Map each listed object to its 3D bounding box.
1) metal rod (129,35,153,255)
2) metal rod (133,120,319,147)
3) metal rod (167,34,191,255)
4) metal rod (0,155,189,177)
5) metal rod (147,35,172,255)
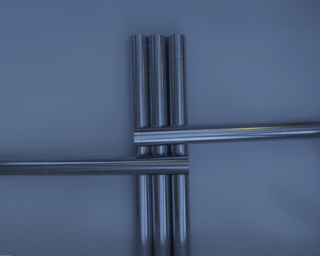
[{"bbox_3d":[-0.025,0.030,0.410,0.025,0.025,0.298,-1,90,-1],"label":"metal rod"},{"bbox_3d":[0.118,0.005,0.394,0.302,0.025,0.025,-2,90,-7],"label":"metal rod"},{"bbox_3d":[0.026,0.028,0.410,0.025,0.025,0.298,-1,90,-1],"label":"metal rod"},{"bbox_3d":[-0.115,0.048,0.393,0.302,0.025,0.025,-1,90,5],"label":"metal rod"},{"bbox_3d":[0.000,0.029,0.410,0.025,0.025,0.298,-1,90,-1],"label":"metal rod"}]
